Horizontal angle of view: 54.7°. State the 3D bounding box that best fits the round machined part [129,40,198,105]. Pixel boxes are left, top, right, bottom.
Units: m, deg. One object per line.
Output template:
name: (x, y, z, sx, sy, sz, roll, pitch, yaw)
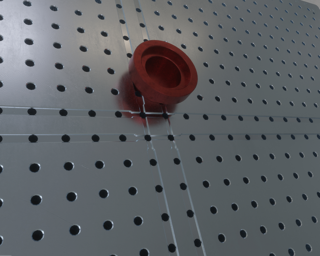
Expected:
round machined part: (0.001, -0.074, 0.443, 0.099, 0.042, 0.098, 14, 56, -21)
